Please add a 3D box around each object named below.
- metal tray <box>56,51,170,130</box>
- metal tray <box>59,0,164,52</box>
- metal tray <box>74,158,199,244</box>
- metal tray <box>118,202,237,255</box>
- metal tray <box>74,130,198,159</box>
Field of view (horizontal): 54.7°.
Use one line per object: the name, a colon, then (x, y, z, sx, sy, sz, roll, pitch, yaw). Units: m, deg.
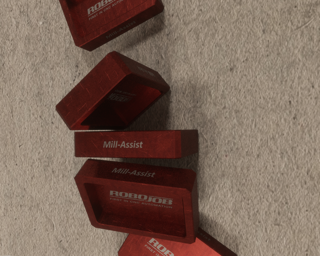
metal tray: (-0.048, -0.037, 0.369, 0.090, 0.130, 0.030, -41, 77, 15)
metal tray: (-0.070, -0.176, 0.429, 0.130, 0.030, 0.090, -23, 83, 18)
metal tray: (-0.024, 0.084, 0.355, 0.130, 0.030, 0.089, 4, 126, 16)
metal tray: (0.021, 0.165, 0.398, 0.130, 0.030, 0.090, 33, 100, 16)
metal tray: (-0.026, 0.018, 0.382, 0.130, 0.090, 0.030, -1, 90, 19)
